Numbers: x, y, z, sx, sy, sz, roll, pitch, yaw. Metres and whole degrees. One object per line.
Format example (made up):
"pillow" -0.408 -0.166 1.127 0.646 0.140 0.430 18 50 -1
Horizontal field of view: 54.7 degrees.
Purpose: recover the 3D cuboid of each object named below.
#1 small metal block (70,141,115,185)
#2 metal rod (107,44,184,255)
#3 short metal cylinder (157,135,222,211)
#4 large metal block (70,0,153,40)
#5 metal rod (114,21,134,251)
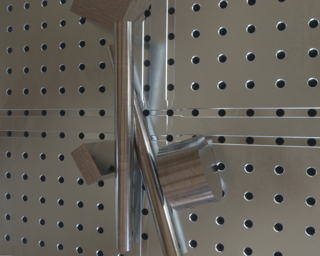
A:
"small metal block" -0.089 0.048 0.431 0.025 0.050 0.050 -35 79 17
"metal rod" -0.022 0.029 0.420 0.025 0.025 0.299 -18 84 19
"short metal cylinder" 0.037 0.054 0.370 0.050 0.080 0.080 -19 84 19
"large metal block" -0.062 -0.175 0.421 0.080 0.050 0.080 28 99 17
"metal rod" -0.047 0.018 0.405 0.025 0.025 0.298 5 100 20
